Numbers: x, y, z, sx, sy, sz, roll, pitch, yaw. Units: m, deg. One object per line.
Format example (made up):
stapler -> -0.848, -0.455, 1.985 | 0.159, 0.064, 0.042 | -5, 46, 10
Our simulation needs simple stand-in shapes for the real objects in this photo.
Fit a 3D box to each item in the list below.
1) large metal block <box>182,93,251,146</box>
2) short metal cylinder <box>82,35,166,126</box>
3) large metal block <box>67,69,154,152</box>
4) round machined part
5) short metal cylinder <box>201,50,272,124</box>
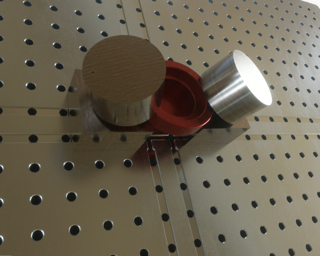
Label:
large metal block -> 0.070, -0.023, 0.443 | 0.081, 0.050, 0.080 | -1, 62, -29
short metal cylinder -> -0.036, -0.048, 0.321 | 0.081, 0.050, 0.080 | 2, 65, -4
large metal block -> -0.062, -0.019, 0.370 | 0.081, 0.050, 0.080 | 1, 62, -28
round machined part -> 0.014, -0.033, 0.387 | 0.099, 0.042, 0.098 | 14, 56, -21
short metal cylinder -> 0.097, -0.052, 0.395 | 0.080, 0.050, 0.080 | 31, 42, -33
